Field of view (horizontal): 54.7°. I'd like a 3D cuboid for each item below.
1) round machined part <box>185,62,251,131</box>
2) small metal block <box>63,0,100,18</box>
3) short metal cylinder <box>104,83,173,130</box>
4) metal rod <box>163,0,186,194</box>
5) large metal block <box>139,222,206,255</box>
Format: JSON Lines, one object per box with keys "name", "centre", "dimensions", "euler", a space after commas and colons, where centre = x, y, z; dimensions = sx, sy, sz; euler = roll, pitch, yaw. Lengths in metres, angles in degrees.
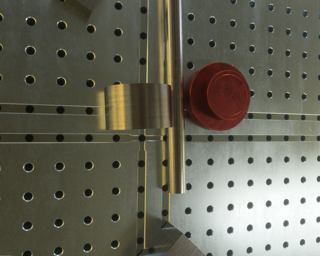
{"name": "round machined part", "centre": [0.087, -0.045, 0.437], "dimensions": [0.099, 0.042, 0.097], "euler": [0, 90, -20]}
{"name": "small metal block", "centre": [-0.094, -0.173, 0.378], "dimensions": [0.050, 0.025, 0.050], "euler": [32, 79, -18]}
{"name": "short metal cylinder", "centre": [-0.026, -0.024, 0.375], "dimensions": [0.081, 0.080, 0.050], "euler": [-3, 91, -20]}
{"name": "metal rod", "centre": [0.020, -0.062, 0.420], "dimensions": [0.025, 0.025, 0.298], "euler": [-2, 91, -20]}
{"name": "large metal block", "centre": [0.019, 0.187, 0.408], "dimensions": [0.080, 0.050, 0.080], "euler": [-46, 105, -14]}
